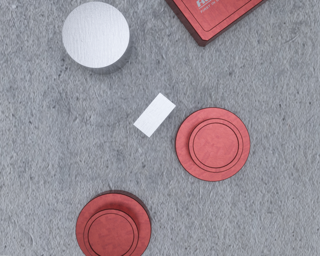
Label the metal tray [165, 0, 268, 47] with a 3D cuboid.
[{"bbox_3d":[0.082,-0.182,0.408,0.130,0.030,0.090,-37,90,-1],"label":"metal tray"}]

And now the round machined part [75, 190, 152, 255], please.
[{"bbox_3d":[-0.060,0.133,0.401,0.099,0.042,0.097,0,90,-1],"label":"round machined part"}]

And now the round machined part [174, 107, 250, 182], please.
[{"bbox_3d":[0.069,0.021,0.402,0.099,0.042,0.097,0,90,-1],"label":"round machined part"}]

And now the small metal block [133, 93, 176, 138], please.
[{"bbox_3d":[-0.007,-0.016,0.397,0.025,0.050,0.050,40,90,-1],"label":"small metal block"}]

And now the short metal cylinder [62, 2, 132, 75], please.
[{"bbox_3d":[-0.077,-0.112,0.396,0.081,0.050,0.079,0,90,-1],"label":"short metal cylinder"}]
